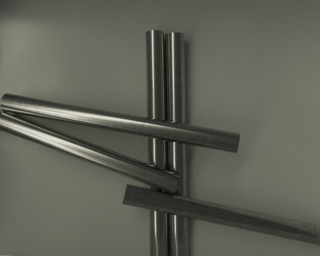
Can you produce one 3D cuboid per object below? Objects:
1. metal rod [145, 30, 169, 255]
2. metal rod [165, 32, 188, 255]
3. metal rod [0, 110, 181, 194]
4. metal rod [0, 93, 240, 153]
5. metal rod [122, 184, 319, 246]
[{"bbox_3d":[-0.004,0.024,0.408,0.025,0.025,0.298,-1,90,-1],"label":"metal rod"},{"bbox_3d":[0.022,0.026,0.409,0.025,0.025,0.298,-1,90,-1],"label":"metal rod"},{"bbox_3d":[-0.120,0.021,0.396,0.301,0.025,0.025,19,90,5],"label":"metal rod"},{"bbox_3d":[-0.054,-0.008,0.390,0.302,0.025,0.025,10,90,6],"label":"metal rod"},{"bbox_3d":[0.103,0.116,0.394,0.302,0.025,0.025,13,90,-6],"label":"metal rod"}]
